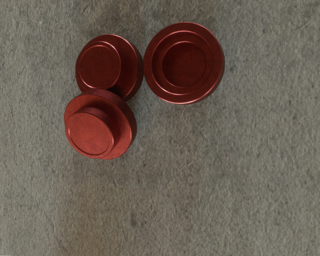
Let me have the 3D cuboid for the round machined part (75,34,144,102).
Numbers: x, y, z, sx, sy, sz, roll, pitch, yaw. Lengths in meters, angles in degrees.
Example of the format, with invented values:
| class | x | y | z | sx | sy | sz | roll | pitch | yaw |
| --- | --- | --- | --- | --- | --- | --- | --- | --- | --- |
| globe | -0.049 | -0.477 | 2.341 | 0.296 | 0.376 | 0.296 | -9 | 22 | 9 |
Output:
| class | x | y | z | sx | sy | sz | roll | pitch | yaw |
| --- | --- | --- | --- | --- | --- | --- | --- | --- | --- |
| round machined part | -0.075 | -0.080 | 0.425 | 0.098 | 0.042 | 0.097 | 0 | 90 | 19 |

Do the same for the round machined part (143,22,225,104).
| class | x | y | z | sx | sy | sz | roll | pitch | yaw |
| --- | --- | --- | --- | --- | --- | --- | --- | --- | --- |
| round machined part | 0.032 | -0.078 | 0.388 | 0.098 | 0.042 | 0.097 | 0 | 90 | 19 |

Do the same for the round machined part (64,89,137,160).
| class | x | y | z | sx | sy | sz | roll | pitch | yaw |
| --- | --- | --- | --- | --- | --- | --- | --- | --- | --- |
| round machined part | -0.084 | 0.001 | 0.408 | 0.098 | 0.042 | 0.097 | 8 | 120 | 15 |
